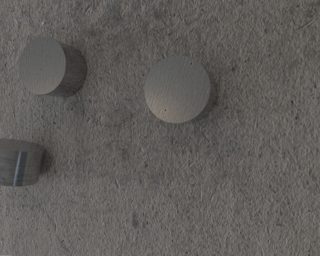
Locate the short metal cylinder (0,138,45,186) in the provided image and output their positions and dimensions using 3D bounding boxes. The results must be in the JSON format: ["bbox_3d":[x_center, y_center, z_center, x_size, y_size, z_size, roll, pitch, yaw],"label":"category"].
[{"bbox_3d":[-0.217,0.049,0.456,0.080,0.080,0.050,13,95,19],"label":"short metal cylinder"}]

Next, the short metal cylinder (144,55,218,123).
[{"bbox_3d":[0.028,-0.045,0.386,0.080,0.050,0.080,0,90,20],"label":"short metal cylinder"}]

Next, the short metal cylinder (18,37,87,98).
[{"bbox_3d":[-0.155,-0.086,0.450,0.080,0.050,0.080,0,90,20],"label":"short metal cylinder"}]
